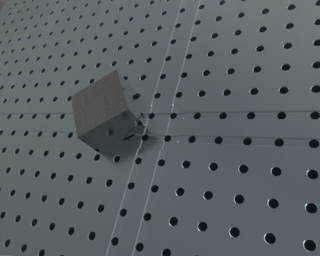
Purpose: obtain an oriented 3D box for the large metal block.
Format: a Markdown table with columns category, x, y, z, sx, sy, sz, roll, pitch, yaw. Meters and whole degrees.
| category | x | y | z | sx | sy | sz | roll | pitch | yaw |
| --- | --- | --- | --- | --- | --- | --- | --- | --- | --- |
| large metal block | -0.076 | -0.024 | 0.448 | 0.080 | 0.050 | 0.080 | -28 | 52 | 10 |
